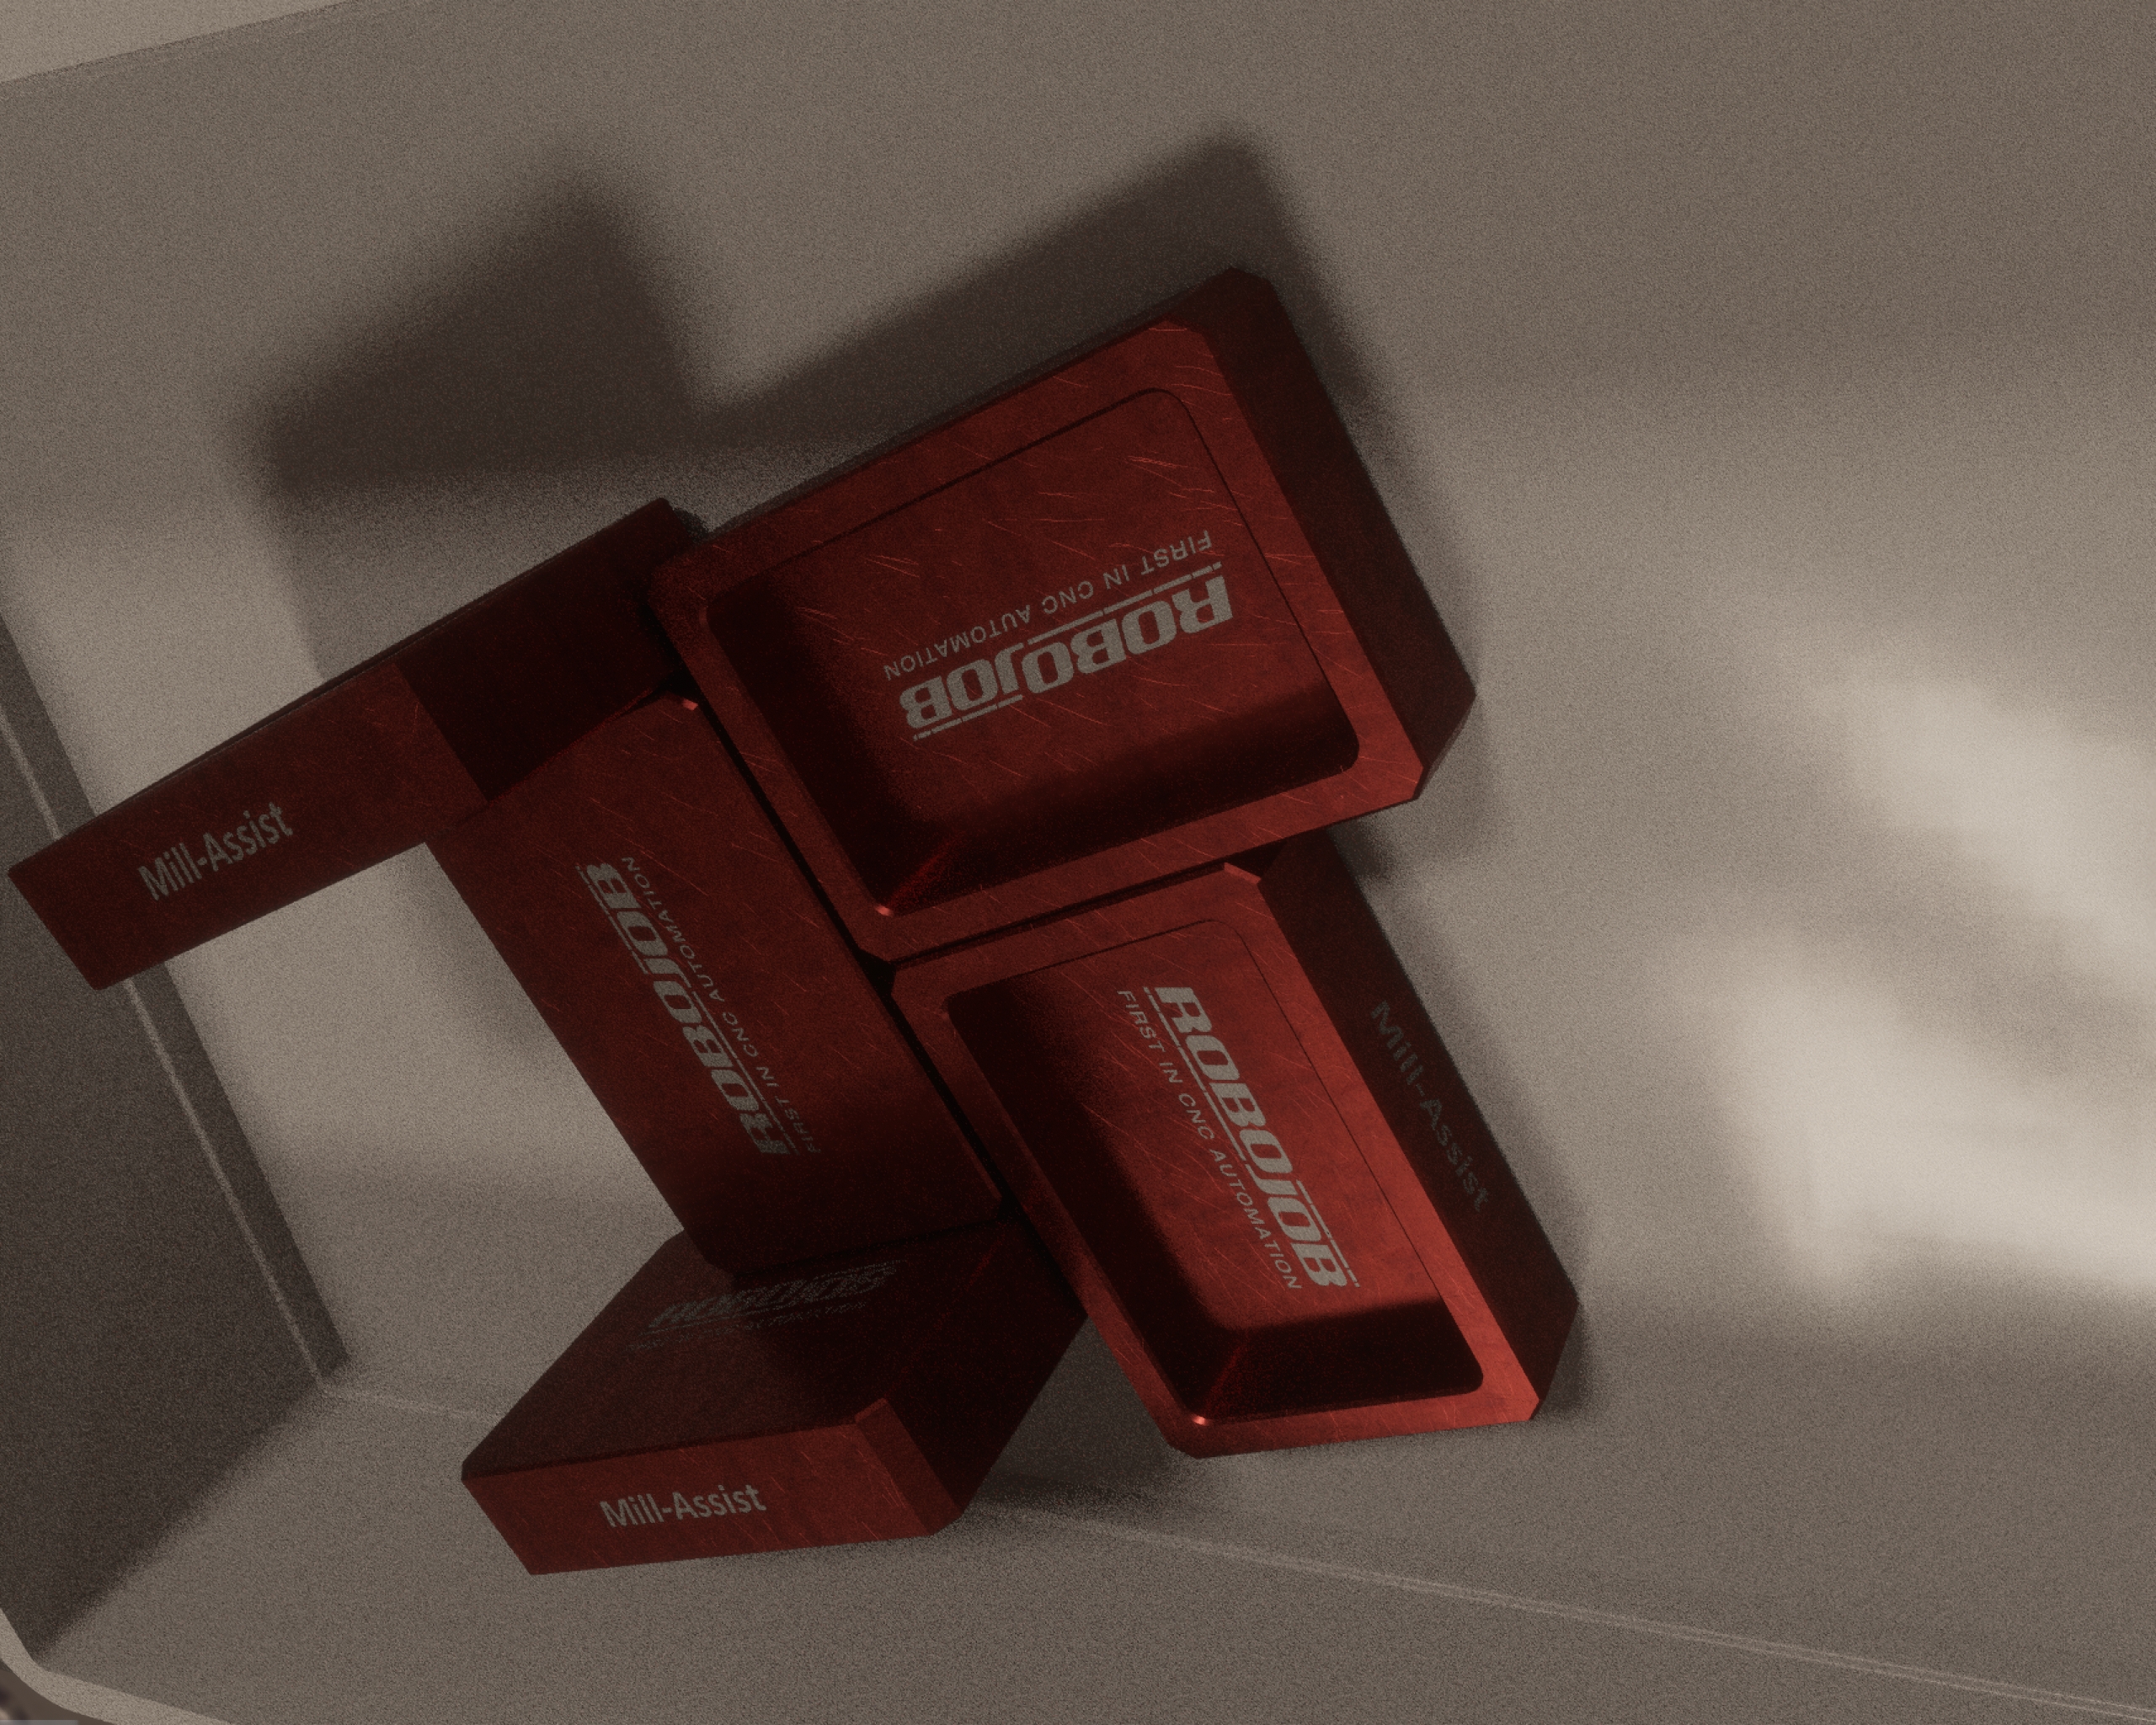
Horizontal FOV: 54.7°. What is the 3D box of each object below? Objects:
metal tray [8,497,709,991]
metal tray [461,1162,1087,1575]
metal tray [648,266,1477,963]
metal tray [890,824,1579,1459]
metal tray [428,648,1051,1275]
[{"bbox_3d":[-0.141,-0.023,0.420,0.130,0.090,0.030,-19,108,35],"label":"metal tray"},{"bbox_3d":[-0.063,0.111,0.463,0.130,0.090,0.030,-18,109,35],"label":"metal tray"},{"bbox_3d":[-0.006,-0.039,0.381,0.130,0.030,0.090,-18,109,34],"label":"metal tray"},{"bbox_3d":[0.032,0.058,0.421,0.090,0.030,0.130,-19,109,35],"label":"metal tray"},{"bbox_3d":[-0.074,0.024,0.454,0.090,0.030,0.130,-19,109,35],"label":"metal tray"}]
